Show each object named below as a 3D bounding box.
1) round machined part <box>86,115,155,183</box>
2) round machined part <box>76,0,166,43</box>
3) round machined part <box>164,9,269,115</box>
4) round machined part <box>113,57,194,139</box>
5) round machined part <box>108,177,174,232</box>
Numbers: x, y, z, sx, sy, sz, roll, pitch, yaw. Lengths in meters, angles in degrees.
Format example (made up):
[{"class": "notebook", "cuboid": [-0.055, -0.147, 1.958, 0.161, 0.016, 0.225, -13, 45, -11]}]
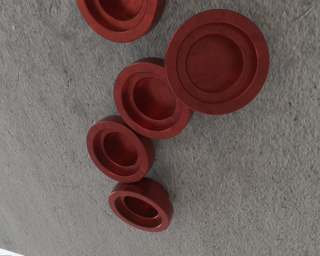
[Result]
[{"class": "round machined part", "cuboid": [-0.051, 0.026, 0.437, 0.098, 0.042, 0.097, 13, 122, 21]}, {"class": "round machined part", "cuboid": [-0.038, -0.144, 0.327, 0.098, 0.042, 0.097, 13, 124, 21]}, {"class": "round machined part", "cuboid": [0.053, -0.064, 0.309, 0.099, 0.042, 0.097, 0, 101, -2]}, {"class": "round machined part", "cuboid": [-0.003, -0.039, 0.374, 0.098, 0.042, 0.097, 13, 124, 21]}, {"class": "round machined part", "cuboid": [-0.025, 0.111, 0.470, 0.098, 0.042, 0.097, 14, 135, 15]}]
